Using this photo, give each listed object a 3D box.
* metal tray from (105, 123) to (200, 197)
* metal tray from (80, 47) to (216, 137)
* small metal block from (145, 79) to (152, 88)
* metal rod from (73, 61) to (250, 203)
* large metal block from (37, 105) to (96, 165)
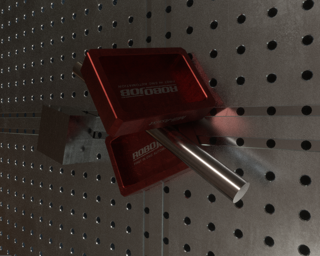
[{"bbox_3d":[-0.013,0.029,0.414,0.130,0.030,0.090,-31,71,35],"label":"metal tray"},{"bbox_3d":[-0.010,-0.046,0.346,0.030,0.131,0.090,-50,59,48],"label":"metal tray"},{"bbox_3d":[-0.017,-0.052,0.405,0.050,0.050,0.025,38,113,33],"label":"small metal block"},{"bbox_3d":[-0.020,-0.013,0.384,0.300,0.025,0.025,37,113,33],"label":"metal rod"},{"bbox_3d":[-0.158,0.009,0.521,0.080,0.050,0.079,18,102,38],"label":"large metal block"}]
